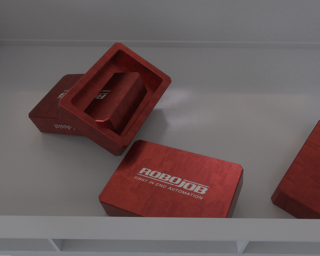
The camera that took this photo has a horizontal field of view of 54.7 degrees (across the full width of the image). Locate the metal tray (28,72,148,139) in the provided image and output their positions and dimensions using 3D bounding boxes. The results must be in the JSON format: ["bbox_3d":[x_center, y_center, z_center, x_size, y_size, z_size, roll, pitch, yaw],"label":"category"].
[{"bbox_3d":[-0.093,-0.032,0.401,0.130,0.030,0.090,4,47,28],"label":"metal tray"}]

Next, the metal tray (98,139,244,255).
[{"bbox_3d":[0.013,0.067,0.332,0.130,0.030,0.090,13,50,23],"label":"metal tray"}]

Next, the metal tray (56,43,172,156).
[{"bbox_3d":[-0.052,-0.040,0.388,0.090,0.030,0.130,35,54,-4],"label":"metal tray"}]

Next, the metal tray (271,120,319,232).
[{"bbox_3d":[0.200,0.056,0.356,0.090,0.030,0.131,31,57,23],"label":"metal tray"}]
